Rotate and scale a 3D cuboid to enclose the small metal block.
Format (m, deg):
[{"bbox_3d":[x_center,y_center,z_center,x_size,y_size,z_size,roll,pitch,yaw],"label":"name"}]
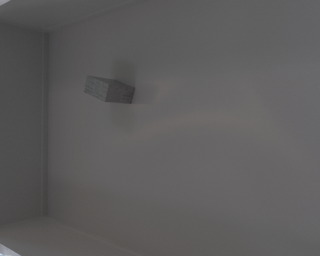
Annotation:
[{"bbox_3d":[-0.074,-0.056,0.453,0.050,0.050,0.025,25,106,37],"label":"small metal block"}]
